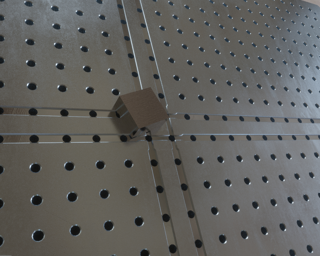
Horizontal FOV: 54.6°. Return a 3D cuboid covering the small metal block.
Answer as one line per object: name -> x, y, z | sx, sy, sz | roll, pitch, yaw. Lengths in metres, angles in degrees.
small metal block -> -0.024, -0.021, 0.408 | 0.050, 0.025, 0.050 | -21, 73, -36
